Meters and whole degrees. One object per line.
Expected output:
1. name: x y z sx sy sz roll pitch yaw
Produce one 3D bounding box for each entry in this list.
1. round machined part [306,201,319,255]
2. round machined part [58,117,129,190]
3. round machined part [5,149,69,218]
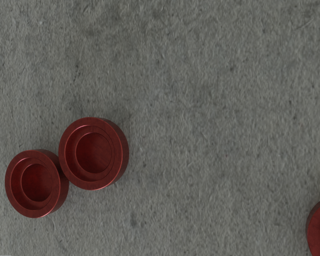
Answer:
1. round machined part: 0.210 0.119 0.326 0.098 0.042 0.097 0 90 19
2. round machined part: -0.087 0.034 0.429 0.098 0.042 0.097 0 90 19
3. round machined part: -0.176 0.080 0.460 0.098 0.042 0.097 0 90 19
